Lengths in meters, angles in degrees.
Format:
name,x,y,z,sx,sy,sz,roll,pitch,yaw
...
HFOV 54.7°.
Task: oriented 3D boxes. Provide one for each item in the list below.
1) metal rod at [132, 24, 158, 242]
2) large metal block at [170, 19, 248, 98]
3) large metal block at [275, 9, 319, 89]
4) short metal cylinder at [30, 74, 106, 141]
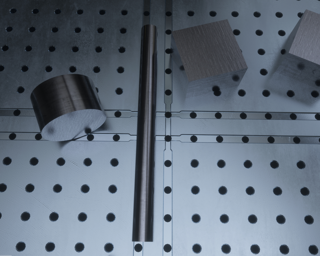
name,x,y,z,sx,sy,sz,roll,pitch,yaw
metal rod,-0.018,-0.007,0.414,0.025,0.025,0.299,1,70,0
large metal block,0.065,-0.096,0.435,0.081,0.050,0.080,-14,71,-6
large metal block,0.224,-0.109,0.441,0.080,0.050,0.080,25,72,8
short metal cylinder,-0.115,-0.024,0.390,0.080,0.080,0.050,-21,72,-8
